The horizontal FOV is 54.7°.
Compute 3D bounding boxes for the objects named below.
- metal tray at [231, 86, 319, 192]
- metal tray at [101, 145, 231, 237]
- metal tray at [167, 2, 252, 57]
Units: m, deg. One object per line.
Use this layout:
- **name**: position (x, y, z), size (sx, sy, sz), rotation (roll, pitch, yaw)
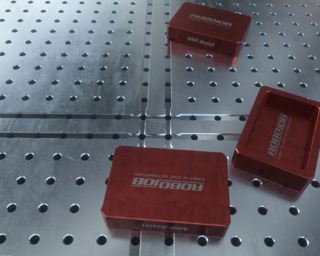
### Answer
- **metal tray**: position (0.156, 0.007, 0.400), size (0.090, 0.030, 0.130), rotation (21, 53, 16)
- **metal tray**: position (0.009, 0.068, 0.347), size (0.131, 0.030, 0.090), rotation (4, 50, 3)
- **metal tray**: position (0.088, -0.179, 0.556), size (0.130, 0.030, 0.090), rotation (19, 52, 14)
